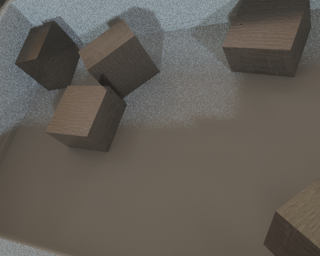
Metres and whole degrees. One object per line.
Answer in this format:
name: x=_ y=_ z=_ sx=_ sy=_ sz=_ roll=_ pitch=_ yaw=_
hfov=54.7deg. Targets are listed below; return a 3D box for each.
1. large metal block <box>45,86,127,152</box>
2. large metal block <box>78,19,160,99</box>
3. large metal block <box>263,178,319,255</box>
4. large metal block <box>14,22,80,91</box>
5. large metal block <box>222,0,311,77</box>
large metal block: x=-0.107 y=-0.015 z=0.455 sx=0.080 sy=0.050 sz=0.080 roll=4 pitch=64 yaw=30
large metal block: x=-0.059 y=-0.099 z=0.462 sx=0.080 sy=0.080 sz=0.050 roll=-35 pitch=51 yaw=5
large metal block: x=0.144 y=0.086 z=0.241 sx=0.081 sy=0.050 sz=0.080 roll=-26 pitch=46 yaw=-25
large metal block: x=-0.195 y=-0.124 z=0.549 sx=0.050 sy=0.080 sz=0.080 roll=-5 pitch=60 yaw=26
large metal block: x=0.135 y=-0.115 z=0.389 sx=0.080 sy=0.050 sz=0.080 roll=13 pitch=68 yaw=33
